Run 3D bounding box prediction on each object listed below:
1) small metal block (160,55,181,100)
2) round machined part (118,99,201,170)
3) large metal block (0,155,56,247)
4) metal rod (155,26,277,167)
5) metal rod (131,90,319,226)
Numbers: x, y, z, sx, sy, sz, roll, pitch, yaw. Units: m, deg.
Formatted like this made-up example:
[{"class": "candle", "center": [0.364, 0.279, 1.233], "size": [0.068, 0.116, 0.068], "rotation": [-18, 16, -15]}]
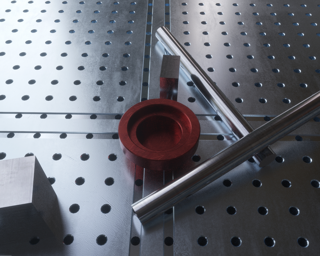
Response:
[{"class": "small metal block", "center": [0.015, -0.070, 0.451], "size": [0.025, 0.050, 0.050], "rotation": [4, 50, 3]}, {"class": "round machined part", "center": [-0.001, 0.012, 0.387], "size": [0.099, 0.042, 0.098], "rotation": [0, 50, 0]}, {"class": "large metal block", "center": [-0.154, 0.076, 0.306], "size": [0.081, 0.080, 0.050], "rotation": [-8, 51, -7]}, {"class": "metal rod", "center": [0.067, -0.065, 0.462], "size": [0.025, 0.025, 0.300], "rotation": [-20, 53, -16]}, {"class": "metal rod", "center": [0.104, 0.021, 0.361], "size": [0.302, 0.025, 0.025], "rotation": [-29, 56, -12]}]
